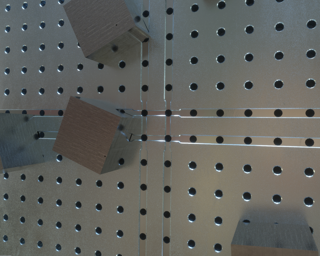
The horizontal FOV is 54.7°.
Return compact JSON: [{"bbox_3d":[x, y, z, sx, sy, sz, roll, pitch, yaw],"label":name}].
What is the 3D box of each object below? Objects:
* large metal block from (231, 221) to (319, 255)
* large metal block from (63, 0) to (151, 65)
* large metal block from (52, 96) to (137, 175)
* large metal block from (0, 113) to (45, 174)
[{"bbox_3d":[0.125,0.141,0.339,0.080,0.080,0.050,-3,89,19],"label":"large metal block"},{"bbox_3d":[-0.072,-0.146,0.424,0.080,0.050,0.080,-27,82,17],"label":"large metal block"},{"bbox_3d":[-0.090,0.008,0.430,0.080,0.050,0.080,23,98,18],"label":"large metal block"},{"bbox_3d":[-0.229,0.024,0.462,0.050,0.080,0.080,-18,84,19],"label":"large metal block"}]
